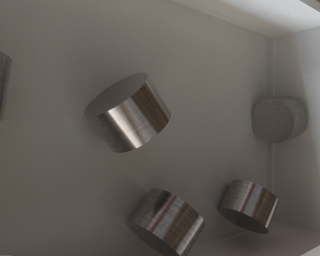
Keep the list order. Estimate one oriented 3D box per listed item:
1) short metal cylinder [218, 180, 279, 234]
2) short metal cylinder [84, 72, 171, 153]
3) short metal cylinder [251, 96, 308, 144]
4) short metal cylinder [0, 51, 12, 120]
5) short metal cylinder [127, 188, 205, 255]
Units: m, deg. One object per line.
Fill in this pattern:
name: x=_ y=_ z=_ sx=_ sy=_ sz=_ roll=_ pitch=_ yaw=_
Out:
short metal cylinder: x=0.141 y=0.125 z=0.492 sx=0.080 sy=0.080 sz=0.050 roll=46 pitch=63 yaw=-31
short metal cylinder: x=-0.035 y=-0.018 z=0.343 sx=0.080 sy=0.080 sz=0.050 roll=-48 pitch=119 yaw=-30
short metal cylinder: x=0.213 y=-0.016 z=0.553 sx=0.050 sy=0.080 sz=0.079 roll=-12 pitch=98 yaw=-40
short metal cylinder: x=-0.161 y=-0.036 z=0.237 sx=0.081 sy=0.080 sz=0.050 roll=10 pitch=84 yaw=-40
short metal cylinder: x=0.007 y=0.119 z=0.379 sx=0.050 sy=0.080 sz=0.080 roll=-52 pitch=121 yaw=-27
